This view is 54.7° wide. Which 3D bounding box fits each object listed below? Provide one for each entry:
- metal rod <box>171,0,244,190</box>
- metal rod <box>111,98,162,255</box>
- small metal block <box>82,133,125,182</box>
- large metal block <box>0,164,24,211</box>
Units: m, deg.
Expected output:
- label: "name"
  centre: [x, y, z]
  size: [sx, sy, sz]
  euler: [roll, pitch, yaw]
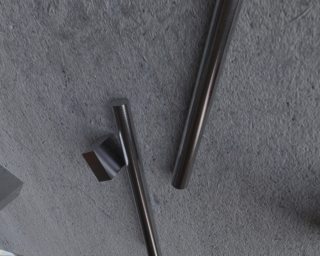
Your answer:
- label: "metal rod"
  centre: [0.051, -0.041, 0.353]
  size: [0.025, 0.025, 0.298]
  euler: [22, 127, 15]
- label: "metal rod"
  centre: [-0.031, 0.096, 0.480]
  size: [0.025, 0.025, 0.298]
  euler: [5, 121, 25]
- label: "small metal block"
  centre: [-0.079, 0.043, 0.457]
  size: [0.025, 0.050, 0.050]
  euler: [-16, 110, 34]
- label: "large metal block"
  centre: [-0.340, 0.123, 0.623]
  size: [0.080, 0.080, 0.050]
  euler: [37, 129, 2]
